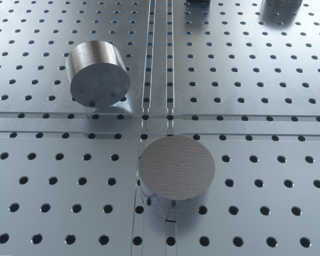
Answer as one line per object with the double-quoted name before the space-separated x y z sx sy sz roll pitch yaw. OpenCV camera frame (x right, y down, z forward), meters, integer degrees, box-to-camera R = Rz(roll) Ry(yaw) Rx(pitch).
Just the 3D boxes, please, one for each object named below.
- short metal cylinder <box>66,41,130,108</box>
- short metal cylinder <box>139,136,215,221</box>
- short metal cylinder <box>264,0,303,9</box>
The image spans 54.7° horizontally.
"short metal cylinder" -0.087 -0.074 0.433 0.081 0.080 0.050 -13 52 -11
"short metal cylinder" 0.018 0.055 0.345 0.081 0.050 0.080 0 50 0
"short metal cylinder" 0.259 -0.289 0.636 0.081 0.050 0.080 0 50 0
